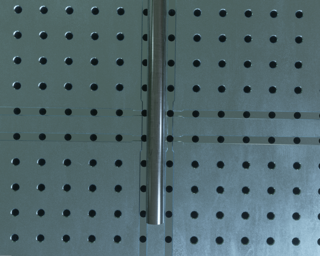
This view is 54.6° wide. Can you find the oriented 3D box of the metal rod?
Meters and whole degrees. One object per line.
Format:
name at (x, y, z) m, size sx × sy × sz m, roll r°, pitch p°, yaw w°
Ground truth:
metal rod at (-0.005, -0.024, 0.414) m, size 0.025 × 0.025 × 0.298 m, roll 1°, pitch 90°, yaw 0°
